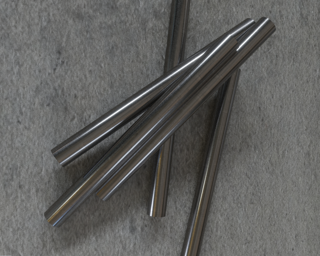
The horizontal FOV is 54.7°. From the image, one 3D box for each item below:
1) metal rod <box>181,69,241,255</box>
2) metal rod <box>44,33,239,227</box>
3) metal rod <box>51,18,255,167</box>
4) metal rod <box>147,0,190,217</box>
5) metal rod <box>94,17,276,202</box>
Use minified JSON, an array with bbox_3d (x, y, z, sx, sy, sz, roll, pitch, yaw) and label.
[{"bbox_3d":[0.069,0.059,0.436,0.025,0.025,0.298,15,85,-20],"label":"metal rod"},{"bbox_3d":[-0.020,0.001,0.368,0.300,0.025,0.025,-45,105,-1],"label":"metal rod"},{"bbox_3d":[0.002,-0.050,0.385,0.301,0.025,0.025,-35,102,-11],"label":"metal rod"},{"bbox_3d":[0.012,-0.034,0.414,0.025,0.025,0.298,8,87,-20],"label":"metal rod"},{"bbox_3d":[0.031,-0.024,0.388,0.300,0.025,0.025,-45,105,-2],"label":"metal rod"}]
